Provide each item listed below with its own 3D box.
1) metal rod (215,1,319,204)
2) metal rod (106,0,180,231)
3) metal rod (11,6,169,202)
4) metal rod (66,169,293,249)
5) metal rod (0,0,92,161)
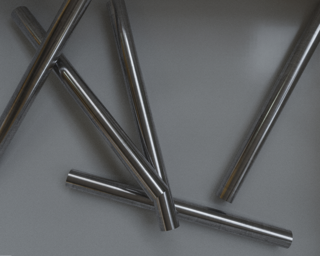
[{"bbox_3d":[0.156,-0.038,0.412,0.025,0.025,0.299,29,90,0],"label":"metal rod"},{"bbox_3d":[-0.023,-0.021,0.397,0.025,0.025,0.298,-14,85,0],"label":"metal rod"},{"bbox_3d":[-0.092,-0.037,0.385,0.025,0.025,0.300,-39,80,0],"label":"metal rod"},{"bbox_3d":[0.025,0.107,0.411,0.302,0.025,0.025,16,90,0],"label":"metal rod"},{"bbox_3d":[-0.156,-0.055,0.378,0.025,0.025,0.299,35,103,0],"label":"metal rod"}]
